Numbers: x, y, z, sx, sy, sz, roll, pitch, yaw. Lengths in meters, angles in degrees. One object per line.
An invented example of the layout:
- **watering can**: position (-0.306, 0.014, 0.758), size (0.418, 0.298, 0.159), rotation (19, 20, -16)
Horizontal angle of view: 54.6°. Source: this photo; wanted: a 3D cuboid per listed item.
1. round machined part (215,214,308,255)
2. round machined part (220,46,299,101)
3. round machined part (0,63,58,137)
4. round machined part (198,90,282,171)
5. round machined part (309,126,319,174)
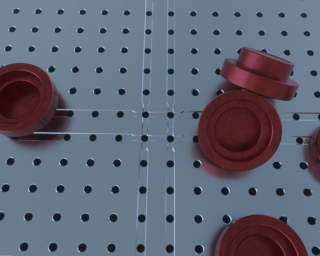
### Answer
- **round machined part**: position (0.110, 0.149, 0.349), size (0.099, 0.042, 0.098), rotation (0, 70, 0)
- **round machined part**: position (0.131, -0.074, 0.400), size (0.098, 0.098, 0.042), rotation (21, 112, 7)
- **round machined part**: position (-0.185, -0.034, 0.414), size (0.099, 0.042, 0.098), rotation (0, 70, 0)
- **round machined part**: position (0.097, 0.002, 0.389), size (0.098, 0.042, 0.097), rotation (1, 97, 7)
- **round machined part**: position (0.249, 0.028, 0.394), size (0.099, 0.042, 0.098), rotation (0, 70, 0)
